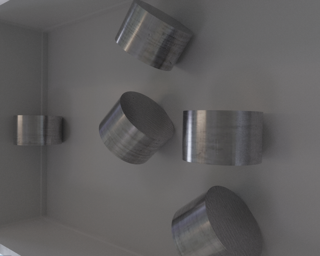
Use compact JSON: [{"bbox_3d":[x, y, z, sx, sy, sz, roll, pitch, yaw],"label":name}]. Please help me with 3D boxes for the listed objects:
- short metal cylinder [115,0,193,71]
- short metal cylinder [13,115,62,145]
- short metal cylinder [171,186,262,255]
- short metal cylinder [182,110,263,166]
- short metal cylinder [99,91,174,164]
[{"bbox_3d":[-0.007,-0.113,0.377,0.080,0.081,0.050,47,118,30],"label":"short metal cylinder"},{"bbox_3d":[-0.216,0.003,0.550,0.080,0.081,0.050,1,91,40],"label":"short metal cylinder"},{"bbox_3d":[0.059,0.108,0.322,0.050,0.081,0.080,-43,64,31],"label":"short metal cylinder"},{"bbox_3d":[0.063,0.008,0.319,0.080,0.081,0.050,2,92,40],"label":"short metal cylinder"},{"bbox_3d":[-0.030,-0.001,0.396,0.050,0.081,0.080,-47,62,30],"label":"short metal cylinder"}]
